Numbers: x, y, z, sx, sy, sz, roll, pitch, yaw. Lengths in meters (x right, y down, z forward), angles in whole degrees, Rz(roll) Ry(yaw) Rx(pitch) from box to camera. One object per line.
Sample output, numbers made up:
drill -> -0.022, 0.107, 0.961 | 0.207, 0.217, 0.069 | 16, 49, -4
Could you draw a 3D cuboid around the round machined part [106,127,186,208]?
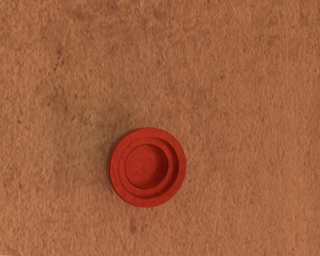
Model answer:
round machined part -> -0.020, 0.048, 0.394 | 0.099, 0.042, 0.097 | 0, 90, -21
